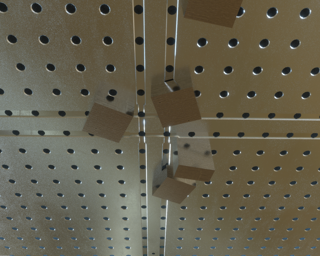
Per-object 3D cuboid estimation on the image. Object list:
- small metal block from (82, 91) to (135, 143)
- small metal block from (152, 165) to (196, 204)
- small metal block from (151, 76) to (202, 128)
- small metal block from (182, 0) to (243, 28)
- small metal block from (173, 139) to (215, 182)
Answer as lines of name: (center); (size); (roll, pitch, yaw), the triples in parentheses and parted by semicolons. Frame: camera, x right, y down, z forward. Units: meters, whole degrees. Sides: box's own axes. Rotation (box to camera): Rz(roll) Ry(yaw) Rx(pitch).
small metal block: (-0.066, -0.013, 0.400); (0.050, 0.025, 0.050); (20, 127, -17)
small metal block: (0.022, 0.090, 0.489); (0.050, 0.025, 0.050); (21, 127, -18)
small metal block: (0.021, -0.032, 0.385); (0.050, 0.025, 0.050); (-13, 129, 10)
small metal block: (0.053, -0.131, 0.301); (0.050, 0.025, 0.050); (9, 130, -8)
small metal block: (0.046, 0.045, 0.435); (0.050, 0.050, 0.025); (10, 129, -9)
